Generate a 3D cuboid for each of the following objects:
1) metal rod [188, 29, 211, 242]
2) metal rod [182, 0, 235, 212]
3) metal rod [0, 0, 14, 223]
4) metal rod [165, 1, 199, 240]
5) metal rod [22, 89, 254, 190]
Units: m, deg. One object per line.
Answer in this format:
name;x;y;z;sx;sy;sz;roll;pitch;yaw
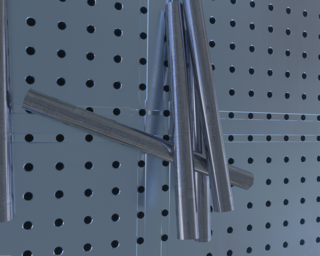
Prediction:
metal rod;0.055;0.007;0.434;0.025;0.025;0.298;-2;91;-20
metal rod;0.059;-0.046;0.396;0.025;0.025;0.298;-5;83;-20
metal rod;-0.181;-0.047;0.345;0.025;0.025;0.298;-2;91;-20
metal rod;0.026;-0.020;0.386;0.025;0.025;0.299;3;75;-20
metal rod;-0.016;0.020;0.390;0.302;0.025;0.025;21;83;-13
